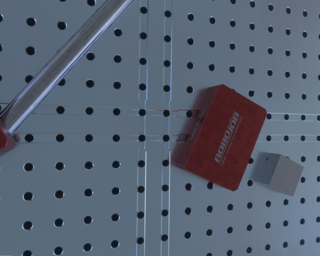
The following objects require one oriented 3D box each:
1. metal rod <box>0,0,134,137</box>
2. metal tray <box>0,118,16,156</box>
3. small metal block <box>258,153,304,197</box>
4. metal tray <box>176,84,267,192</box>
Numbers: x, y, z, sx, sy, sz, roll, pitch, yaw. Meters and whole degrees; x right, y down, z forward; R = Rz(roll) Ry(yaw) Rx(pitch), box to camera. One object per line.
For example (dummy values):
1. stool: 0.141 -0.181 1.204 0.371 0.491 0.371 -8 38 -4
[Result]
1. metal rod: -0.100 -0.099 0.376 0.025 0.025 0.300 41 77 -16
2. metal tray: -0.223 -0.013 0.310 0.090 0.030 0.130 -33 90 -14
3. small metal block: 0.190 0.073 0.485 0.050 0.025 0.050 27 81 -19
4. metal tray: 0.091 0.014 0.445 0.090 0.030 0.130 27 81 -19
